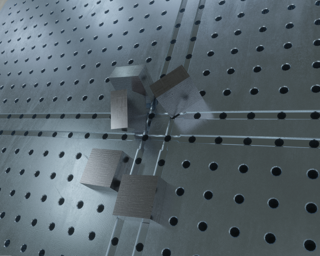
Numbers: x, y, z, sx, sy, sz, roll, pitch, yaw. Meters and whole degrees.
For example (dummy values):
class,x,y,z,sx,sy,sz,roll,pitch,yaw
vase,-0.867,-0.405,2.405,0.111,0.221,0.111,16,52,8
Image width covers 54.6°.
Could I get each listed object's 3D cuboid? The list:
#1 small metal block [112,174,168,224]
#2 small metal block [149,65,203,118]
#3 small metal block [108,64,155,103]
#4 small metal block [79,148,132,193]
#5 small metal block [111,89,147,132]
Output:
class,x,y,z,sx,sy,sz,roll,pitch,yaw
small metal block,-0.023,0.084,0.370,0.050,0.025,0.050,-2,61,27
small metal block,0.022,-0.047,0.411,0.050,0.050,0.025,-33,52,7
small metal block,-0.038,-0.062,0.448,0.050,0.050,0.025,1,48,29
small metal block,-0.072,0.056,0.413,0.050,0.025,0.050,2,63,29
small metal block,-0.041,-0.022,0.419,0.025,0.050,0.050,-6,82,26
